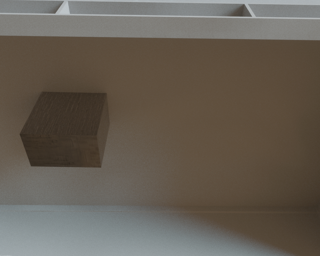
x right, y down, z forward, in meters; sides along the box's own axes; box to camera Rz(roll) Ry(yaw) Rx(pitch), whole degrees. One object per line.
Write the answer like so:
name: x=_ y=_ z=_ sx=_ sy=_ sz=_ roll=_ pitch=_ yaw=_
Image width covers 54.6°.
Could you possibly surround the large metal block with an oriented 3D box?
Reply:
large metal block: x=-0.108 y=0.000 z=0.372 sx=0.080 sy=0.080 sz=0.050 roll=1 pitch=130 yaw=-1
